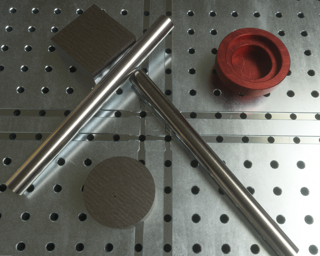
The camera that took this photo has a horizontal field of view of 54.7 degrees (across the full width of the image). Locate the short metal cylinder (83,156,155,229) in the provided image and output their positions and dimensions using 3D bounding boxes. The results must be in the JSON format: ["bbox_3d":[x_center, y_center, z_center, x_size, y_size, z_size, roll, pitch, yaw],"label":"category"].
[{"bbox_3d":[-0.046,0.079,0.369,0.081,0.050,0.080,0,70,0],"label":"short metal cylinder"}]

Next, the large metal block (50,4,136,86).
[{"bbox_3d":[-0.090,-0.113,0.439,0.080,0.050,0.080,41,75,13],"label":"large metal block"}]

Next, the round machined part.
[{"bbox_3d":[0.126,-0.088,0.437,0.099,0.042,0.098,0,70,-1],"label":"round machined part"}]

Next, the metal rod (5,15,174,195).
[{"bbox_3d":[-0.085,-0.038,0.410,0.025,0.025,0.300,38,79,12],"label":"metal rod"}]

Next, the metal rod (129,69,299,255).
[{"bbox_3d":[0.059,0.037,0.398,0.025,0.025,0.300,-36,74,-12],"label":"metal rod"}]
